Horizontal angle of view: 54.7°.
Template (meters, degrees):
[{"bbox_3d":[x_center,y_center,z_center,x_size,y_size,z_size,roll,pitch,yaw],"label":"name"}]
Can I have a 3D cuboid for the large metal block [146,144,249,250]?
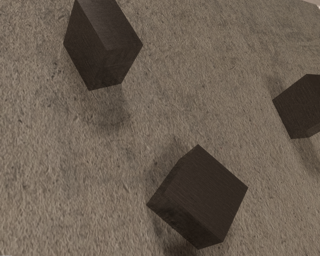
[{"bbox_3d":[0.045,0.080,0.365,0.080,0.050,0.080,41,51,-1],"label":"large metal block"}]

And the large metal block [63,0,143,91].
[{"bbox_3d":[-0.076,-0.107,0.394,0.050,0.080,0.080,-20,73,-36],"label":"large metal block"}]

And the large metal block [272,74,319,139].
[{"bbox_3d":[0.253,-0.035,0.530,0.050,0.080,0.080,-3,63,-30],"label":"large metal block"}]
